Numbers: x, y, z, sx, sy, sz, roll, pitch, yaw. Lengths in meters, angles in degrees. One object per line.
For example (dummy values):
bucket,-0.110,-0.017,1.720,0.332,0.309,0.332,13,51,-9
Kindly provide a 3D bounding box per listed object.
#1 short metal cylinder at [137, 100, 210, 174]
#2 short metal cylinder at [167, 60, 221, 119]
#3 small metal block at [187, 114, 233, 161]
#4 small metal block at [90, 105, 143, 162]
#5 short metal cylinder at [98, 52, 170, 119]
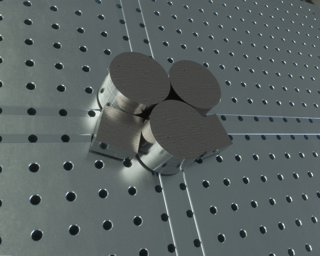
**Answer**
short metal cylinder,0.014,0.012,0.388,0.081,0.050,0.080,14,56,-21
short metal cylinder,0.038,-0.049,0.438,0.081,0.050,0.080,14,56,-21
small metal block,0.065,0.012,0.432,0.050,0.025,0.050,-15,70,-34
small metal block,-0.051,0.007,0.372,0.050,0.025,0.050,19,54,-17
short metal cylinder,-0.034,-0.051,0.401,0.081,0.050,0.080,14,56,-21
